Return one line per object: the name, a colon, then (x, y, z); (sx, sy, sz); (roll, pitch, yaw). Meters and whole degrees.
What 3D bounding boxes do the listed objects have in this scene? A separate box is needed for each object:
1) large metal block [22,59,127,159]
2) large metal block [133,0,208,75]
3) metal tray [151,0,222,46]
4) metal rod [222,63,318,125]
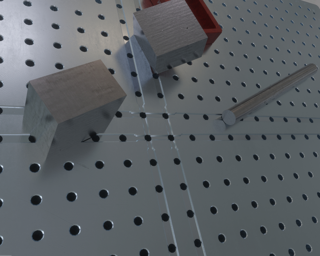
large metal block: (-0.094, -0.020, 0.334); (0.081, 0.080, 0.050); (-29, 78, -37)
large metal block: (0.013, -0.139, 0.466); (0.080, 0.050, 0.080); (-23, 73, -12)
metal tray: (0.043, -0.209, 0.555); (0.091, 0.030, 0.130); (-15, 70, -34)
metal rod: (0.213, -0.070, 0.565); (0.302, 0.025, 0.025); (-27, 77, -37)
